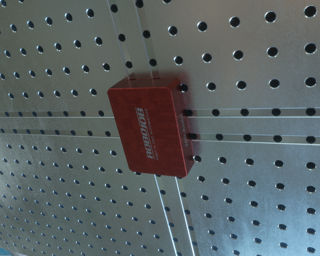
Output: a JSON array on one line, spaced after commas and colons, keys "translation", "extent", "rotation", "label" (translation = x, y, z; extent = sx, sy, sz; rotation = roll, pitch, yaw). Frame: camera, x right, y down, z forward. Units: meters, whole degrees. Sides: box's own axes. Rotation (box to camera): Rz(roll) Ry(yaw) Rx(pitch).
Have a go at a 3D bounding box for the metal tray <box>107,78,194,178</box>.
[{"translation": [-0.010, 0.001, 0.412], "extent": [0.090, 0.030, 0.129], "rotation": [2, 120, 27], "label": "metal tray"}]
